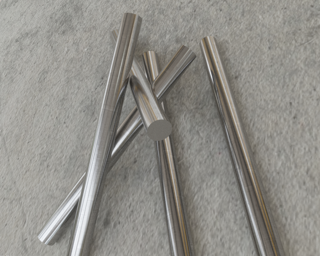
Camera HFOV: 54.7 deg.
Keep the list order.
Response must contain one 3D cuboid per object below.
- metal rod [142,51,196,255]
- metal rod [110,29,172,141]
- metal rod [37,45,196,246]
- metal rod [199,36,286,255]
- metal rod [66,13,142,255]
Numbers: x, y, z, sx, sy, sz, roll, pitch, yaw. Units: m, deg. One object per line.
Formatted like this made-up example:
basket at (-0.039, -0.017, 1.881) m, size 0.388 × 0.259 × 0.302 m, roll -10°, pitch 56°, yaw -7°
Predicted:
metal rod at (0.004, 0.012, 0.392) m, size 0.025 × 0.025 × 0.299 m, roll -20°, pitch 54°, yaw 16°
metal rod at (-0.037, -0.079, 0.420) m, size 0.025 × 0.025 × 0.300 m, roll -33°, pitch 36°, yaw 6°
metal rod at (-0.054, 0.021, 0.395) m, size 0.025 × 0.025 × 0.300 m, roll 36°, pitch 89°, yaw 38°
metal rod at (0.085, 0.002, 0.357) m, size 0.025 × 0.025 × 0.299 m, roll -19°, pitch 54°, yaw 17°
metal rod at (-0.066, 0.010, 0.370) m, size 0.025 × 0.025 × 0.298 m, roll 10°, pitch 85°, yaw 32°
